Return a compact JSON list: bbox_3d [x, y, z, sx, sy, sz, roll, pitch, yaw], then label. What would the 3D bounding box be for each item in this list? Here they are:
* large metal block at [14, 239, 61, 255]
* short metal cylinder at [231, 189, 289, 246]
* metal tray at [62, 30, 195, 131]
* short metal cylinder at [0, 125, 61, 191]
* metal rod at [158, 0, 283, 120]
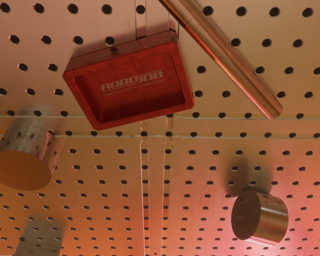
[{"bbox_3d":[-0.253,0.275,0.627,0.081,0.050,0.079,16,128,-13],"label":"large metal block"},{"bbox_3d":[0.159,0.145,0.500,0.050,0.080,0.079,18,128,-15],"label":"short metal cylinder"},{"bbox_3d":[-0.033,-0.051,0.364,0.130,0.030,0.090,-13,129,10],"label":"metal tray"},{"bbox_3d":[-0.185,0.042,0.429,0.081,0.050,0.079,0,130,0],"label":"short metal cylinder"},{"bbox_3d":[0.042,-0.104,0.323,0.025,0.025,0.301,-36,122,26],"label":"metal rod"}]
